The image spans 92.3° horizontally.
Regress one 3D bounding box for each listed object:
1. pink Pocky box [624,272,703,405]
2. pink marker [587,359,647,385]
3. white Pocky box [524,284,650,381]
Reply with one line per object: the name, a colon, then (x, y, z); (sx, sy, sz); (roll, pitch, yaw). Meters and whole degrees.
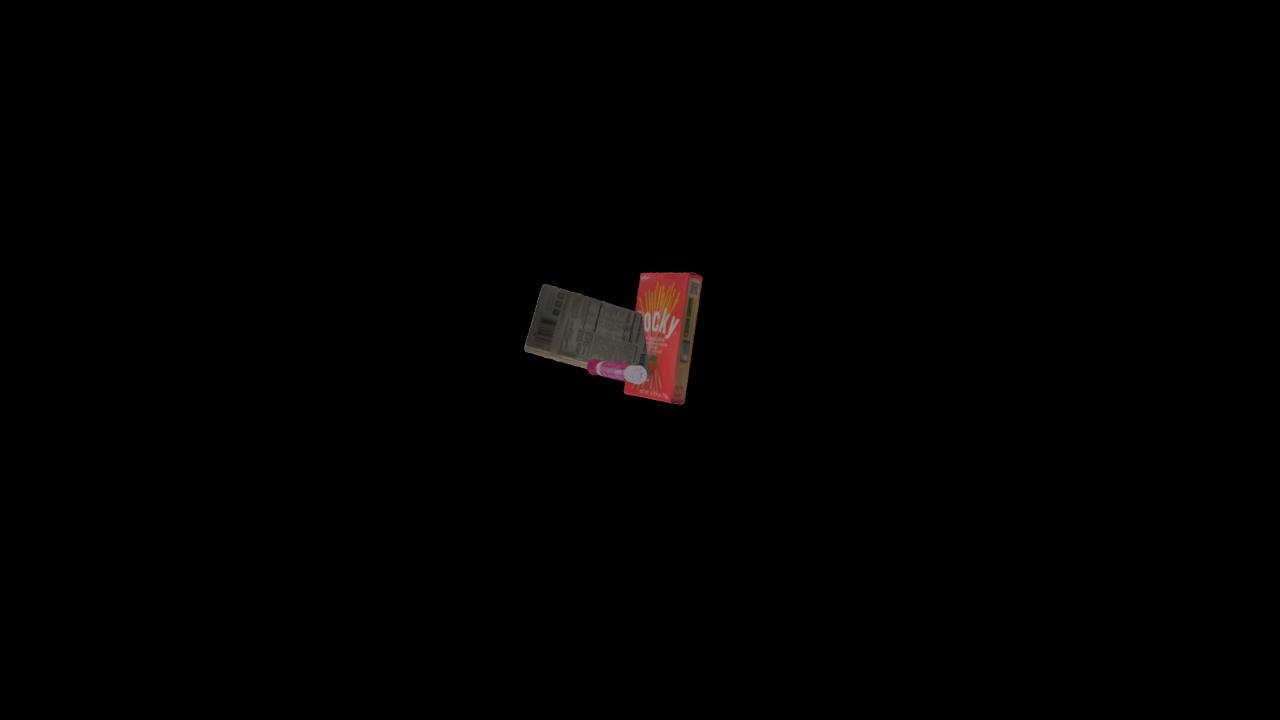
pink Pocky box: (0.026, -0.028, 0.742); (0.029, 0.155, 0.084); (9, 0, -44)
pink marker: (-0.028, 0.011, 0.654); (0.020, 0.020, 0.121); (0, 3, -26)
white Pocky box: (-0.054, -0.030, 0.741); (0.154, 0.084, 0.028); (16, -21, -9)
